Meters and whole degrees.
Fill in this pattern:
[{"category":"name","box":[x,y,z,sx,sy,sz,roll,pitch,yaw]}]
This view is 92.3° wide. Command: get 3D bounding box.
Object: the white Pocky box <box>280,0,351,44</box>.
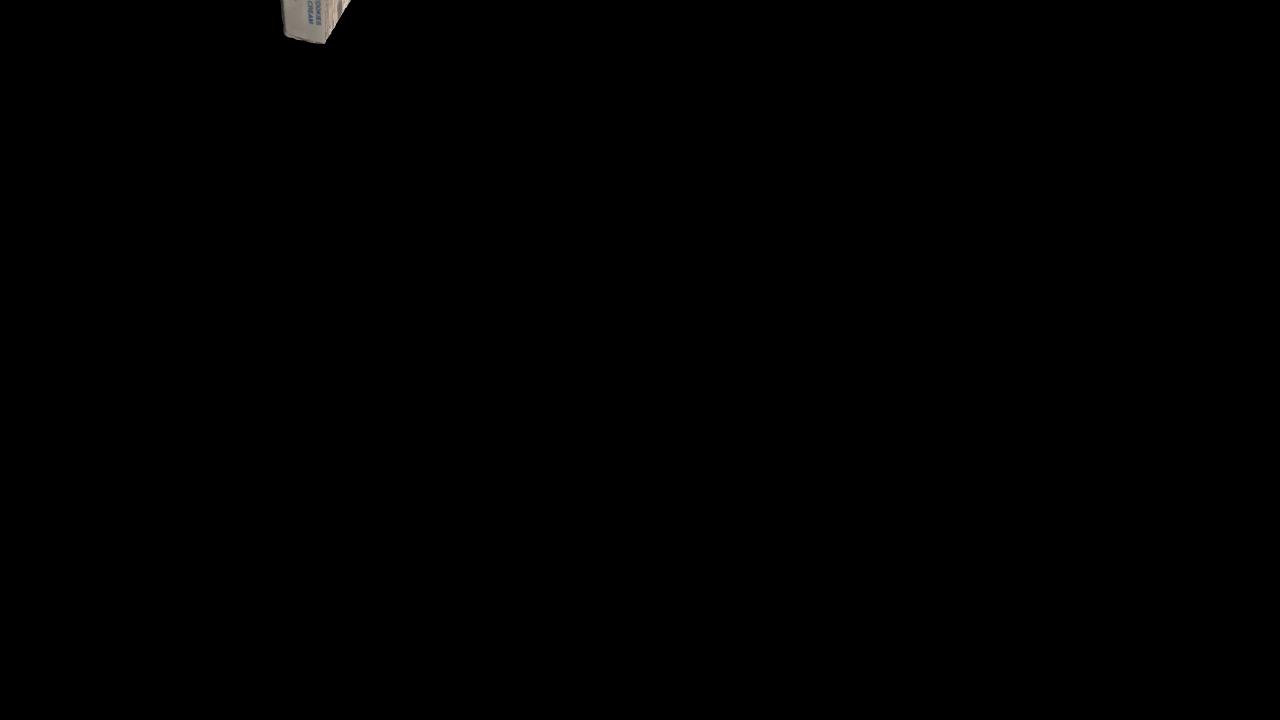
[{"category":"white Pocky box","box":[-0.216,-0.286,0.421,0.028,0.084,0.154,5,43,-19]}]
